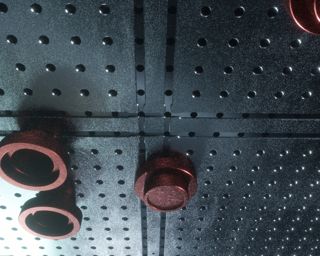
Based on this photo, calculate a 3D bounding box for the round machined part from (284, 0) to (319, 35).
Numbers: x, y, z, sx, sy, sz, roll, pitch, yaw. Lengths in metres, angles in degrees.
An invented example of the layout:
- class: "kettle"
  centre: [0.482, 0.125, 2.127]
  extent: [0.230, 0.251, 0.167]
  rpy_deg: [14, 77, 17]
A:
- class: "round machined part"
  centre: [0.173, -0.133, 0.290]
  extent: [0.099, 0.042, 0.097]
  rpy_deg: [-1, 130, 0]

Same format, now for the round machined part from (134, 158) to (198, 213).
- class: "round machined part"
  centre: [0.009, 0.094, 0.481]
  extent: [0.099, 0.042, 0.097]
  rpy_deg: [-1, 130, 0]

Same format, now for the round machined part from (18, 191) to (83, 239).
- class: "round machined part"
  centre: [-0.179, 0.143, 0.519]
  extent: [0.099, 0.042, 0.097]
  rpy_deg: [-1, 130, 0]

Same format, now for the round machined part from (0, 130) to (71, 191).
- class: "round machined part"
  centre: [-0.175, 0.041, 0.433]
  extent: [0.099, 0.042, 0.097]
  rpy_deg: [-1, 130, 0]
